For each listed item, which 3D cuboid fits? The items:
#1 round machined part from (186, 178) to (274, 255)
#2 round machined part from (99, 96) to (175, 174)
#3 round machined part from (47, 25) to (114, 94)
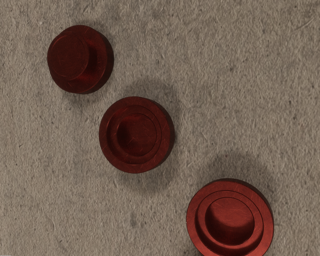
[{"bbox_3d":[0.084,0.108,0.370,0.098,0.042,0.097,0,90,19],"label":"round machined part"},{"bbox_3d":[-0.027,0.009,0.409,0.098,0.042,0.097,0,90,19],"label":"round machined part"},{"bbox_3d":[-0.119,-0.098,0.441,0.098,0.042,0.097,0,90,19],"label":"round machined part"}]
